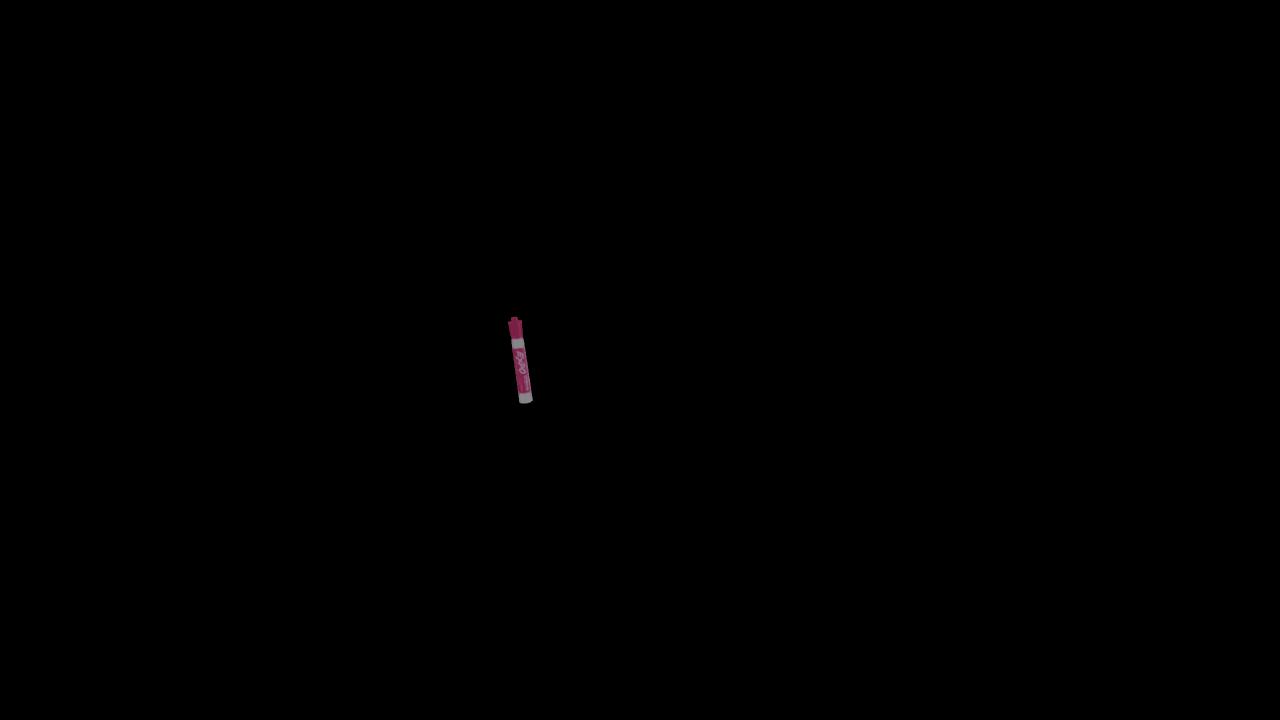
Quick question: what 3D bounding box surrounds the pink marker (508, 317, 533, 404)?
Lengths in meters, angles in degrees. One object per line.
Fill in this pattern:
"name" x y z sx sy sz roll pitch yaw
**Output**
"pink marker" -0.165 0.000 0.846 0.020 0.121 0.020 -5 16 1
